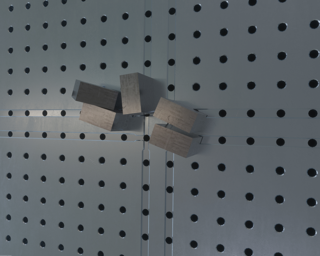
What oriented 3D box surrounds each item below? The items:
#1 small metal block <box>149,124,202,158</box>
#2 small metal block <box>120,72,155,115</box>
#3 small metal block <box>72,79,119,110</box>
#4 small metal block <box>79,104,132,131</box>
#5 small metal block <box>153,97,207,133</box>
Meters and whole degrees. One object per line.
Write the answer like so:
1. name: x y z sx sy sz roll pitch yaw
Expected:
1. small metal block: 0.021 0.015 0.392 0.050 0.050 0.025 21 97 19
2. small metal block: -0.028 -0.043 0.410 0.025 0.050 0.050 -6 88 20
3. small metal block: -0.089 -0.046 0.420 0.050 0.050 0.025 13 96 -24
4. small metal block: -0.073 -0.015 0.426 0.050 0.050 0.025 19 97 19
5. small metal block: 0.026 -0.016 0.390 0.050 0.050 0.025 26 99 18
